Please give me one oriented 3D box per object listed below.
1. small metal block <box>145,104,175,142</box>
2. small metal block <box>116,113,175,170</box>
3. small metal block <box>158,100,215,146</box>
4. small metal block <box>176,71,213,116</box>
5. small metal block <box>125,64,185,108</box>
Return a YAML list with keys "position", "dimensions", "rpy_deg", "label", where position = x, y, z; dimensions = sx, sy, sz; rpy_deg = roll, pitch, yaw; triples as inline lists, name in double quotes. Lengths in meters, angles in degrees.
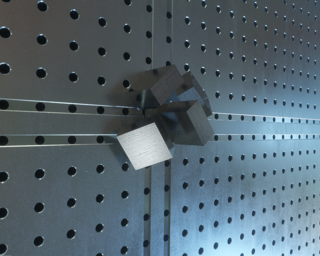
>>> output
- position: [0.007, -0.006, 0.414]
  dimensions: [0.050, 0.025, 0.050]
  rpy_deg: [1, 89, -41]
  label: "small metal block"
- position: [-0.016, 0.017, 0.374]
  dimensions: [0.050, 0.050, 0.025]
  rpy_deg: [63, 18, -21]
  label: "small metal block"
- position: [0.032, -0.006, 0.386]
  dimensions: [0.025, 0.050, 0.050]
  rpy_deg: [-44, 117, -32]
  label: "small metal block"
- position: [0.046, -0.044, 0.429]
  dimensions: [0.050, 0.025, 0.050]
  rpy_deg: [50, 21, -28]
  label: "small metal block"
- position: [-0.007, -0.051, 0.386]
  dimensions: [0.050, 0.050, 0.025]
  rpy_deg: [-48, 119, -29]
  label: "small metal block"
